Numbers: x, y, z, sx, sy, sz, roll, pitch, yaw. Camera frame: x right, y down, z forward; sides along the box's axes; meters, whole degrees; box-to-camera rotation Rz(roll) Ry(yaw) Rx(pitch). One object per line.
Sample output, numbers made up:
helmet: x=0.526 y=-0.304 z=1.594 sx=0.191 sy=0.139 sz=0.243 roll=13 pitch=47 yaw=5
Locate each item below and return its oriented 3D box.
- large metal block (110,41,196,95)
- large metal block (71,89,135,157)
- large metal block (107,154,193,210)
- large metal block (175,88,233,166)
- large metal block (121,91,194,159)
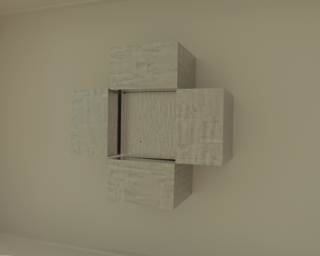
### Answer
large metal block: x=-0.005 y=-0.068 z=0.381 sx=0.080 sy=0.080 sz=0.050 roll=1 pitch=91 yaw=20
large metal block: x=-0.070 y=-0.007 z=0.405 sx=0.050 sy=0.080 sz=0.080 roll=1 pitch=90 yaw=20
large metal block: x=-0.009 y=0.062 z=0.383 sx=0.080 sy=0.080 sz=0.050 roll=2 pitch=91 yaw=20
large metal block: x=0.054 y=-0.002 z=0.361 sx=0.050 sy=0.080 sz=0.080 roll=1 pitch=90 yaw=20
large metal block: x=-0.002 y=-0.004 z=0.395 sx=0.080 sy=0.050 sz=0.080 roll=1 pitch=90 yaw=20
